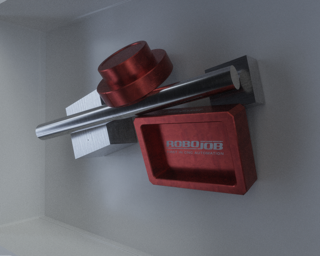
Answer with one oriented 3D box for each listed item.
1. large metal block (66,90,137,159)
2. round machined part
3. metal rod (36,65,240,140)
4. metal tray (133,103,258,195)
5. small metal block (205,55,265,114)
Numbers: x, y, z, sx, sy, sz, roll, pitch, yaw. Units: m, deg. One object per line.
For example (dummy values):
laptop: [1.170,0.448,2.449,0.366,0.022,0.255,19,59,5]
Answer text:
large metal block: [-0.088,-0.004,0.458,0.080,0.050,0.080,-23,76,37]
round machined part: [-0.037,-0.072,0.383,0.098,0.098,0.042,-6,127,39]
metal rod: [-0.050,-0.022,0.386,0.300,0.025,0.025,-13,82,31]
metal tray: [0.036,0.023,0.352,0.130,0.030,0.089,-2,108,39]
small metal block: [0.081,-0.045,0.337,0.050,0.025,0.050,-15,81,38]
